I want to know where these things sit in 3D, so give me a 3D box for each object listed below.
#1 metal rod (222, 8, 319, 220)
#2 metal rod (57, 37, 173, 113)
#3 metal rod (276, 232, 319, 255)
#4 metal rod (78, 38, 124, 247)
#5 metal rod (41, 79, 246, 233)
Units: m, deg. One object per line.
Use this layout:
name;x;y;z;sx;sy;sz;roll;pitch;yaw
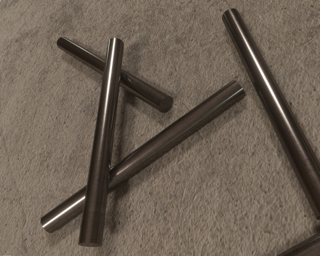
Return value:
metal rod;0.127;-0.042;0.362;0.025;0.025;0.299;-22;53;14
metal rod;-0.090;-0.098;0.508;0.300;0.025;0.025;34;81;38
metal rod;0.132;0.109;0.267;0.300;0.025;0.025;-32;52;6
metal rod;-0.072;-0.003;0.408;0.025;0.025;0.299;-12;57;21
metal rod;-0.024;0.038;0.391;0.300;0.025;0.025;-36;52;4
